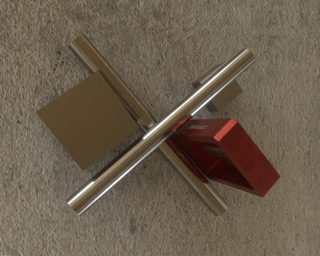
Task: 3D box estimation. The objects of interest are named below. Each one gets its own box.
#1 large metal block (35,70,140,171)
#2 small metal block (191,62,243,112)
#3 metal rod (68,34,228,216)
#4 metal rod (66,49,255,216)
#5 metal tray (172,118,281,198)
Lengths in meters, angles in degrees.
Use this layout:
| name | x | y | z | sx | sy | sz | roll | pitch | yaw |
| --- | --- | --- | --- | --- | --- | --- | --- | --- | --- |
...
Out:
| name | x | y | z | sx | sy | sz | roll | pitch | yaw |
| --- | --- | --- | --- | --- | --- | --- | --- | --- | --- |
| large metal block | -0.085 | -0.009 | 0.365 | 0.080 | 0.050 | 0.080 | -39 | 103 | -16 |
| small metal block | 0.082 | -0.058 | 0.442 | 0.050 | 0.025 | 0.050 | -37 | 102 | -16 |
| metal rod | -0.007 | 0.006 | 0.409 | 0.025 | 0.025 | 0.300 | -44 | 104 | -15 |
| metal rod | 0.012 | -0.005 | 0.389 | 0.301 | 0.025 | 0.025 | -41 | 103 | -16 |
| metal tray | 0.073 | 0.032 | 0.382 | 0.030 | 0.130 | 0.090 | -44 | 104 | -14 |
